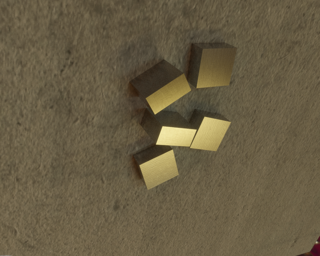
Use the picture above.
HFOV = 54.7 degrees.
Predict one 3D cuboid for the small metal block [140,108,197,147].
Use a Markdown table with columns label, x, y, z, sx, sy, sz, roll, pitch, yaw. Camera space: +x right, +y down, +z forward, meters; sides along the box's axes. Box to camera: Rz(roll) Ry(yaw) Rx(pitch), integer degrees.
| label | x | y | z | sx | sy | sz | roll | pitch | yaw |
| --- | --- | --- | --- | --- | --- | --- | --- | --- | --- |
| small metal block | 0.010 | -0.001 | 0.397 | 0.050 | 0.050 | 0.025 | 6 | 116 | -31 |

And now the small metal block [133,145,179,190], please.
| label | x | y | z | sx | sy | sz | roll | pitch | yaw |
| --- | --- | --- | --- | --- | --- | --- | --- | --- | --- |
| small metal block | -0.005 | 0.053 | 0.438 | 0.050 | 0.025 | 0.050 | -24 | 128 | -14 |

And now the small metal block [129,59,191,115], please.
| label | x | y | z | sx | sy | sz | roll | pitch | yaw |
| --- | --- | --- | --- | --- | --- | --- | --- | --- | --- |
| small metal block | 0.000 | -0.049 | 0.361 | 0.050 | 0.050 | 0.025 | -34 | 129 | -6 |

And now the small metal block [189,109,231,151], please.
| label | x | y | z | sx | sy | sz | roll | pitch | yaw |
| --- | --- | --- | --- | --- | --- | --- | --- | --- | --- |
| small metal block | 0.067 | 0.004 | 0.448 | 0.050 | 0.025 | 0.050 | 9 | 114 | -33 |

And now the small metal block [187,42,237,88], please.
| label | x | y | z | sx | sy | sz | roll | pitch | yaw |
| --- | --- | --- | --- | --- | --- | --- | --- | --- | --- |
| small metal block | 0.065 | -0.080 | 0.395 | 0.050 | 0.025 | 0.050 | -8 | 122 | -25 |
